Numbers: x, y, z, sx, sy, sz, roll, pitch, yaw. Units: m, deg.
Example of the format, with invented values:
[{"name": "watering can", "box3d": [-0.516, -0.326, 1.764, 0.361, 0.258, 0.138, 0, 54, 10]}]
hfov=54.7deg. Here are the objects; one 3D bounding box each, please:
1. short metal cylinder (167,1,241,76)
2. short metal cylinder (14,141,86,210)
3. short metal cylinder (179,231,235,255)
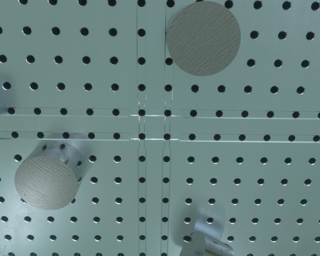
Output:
[{"name": "short metal cylinder", "box3d": [0.048, -0.105, 0.362, 0.081, 0.050, 0.079, 0, 110, -1]}, {"name": "short metal cylinder", "box3d": [-0.147, 0.064, 0.421, 0.081, 0.050, 0.079, 0, 110, -1]}, {"name": "short metal cylinder", "box3d": [0.066, 0.202, 0.460, 0.050, 0.080, 0.080, 29, 107, -10]}]
